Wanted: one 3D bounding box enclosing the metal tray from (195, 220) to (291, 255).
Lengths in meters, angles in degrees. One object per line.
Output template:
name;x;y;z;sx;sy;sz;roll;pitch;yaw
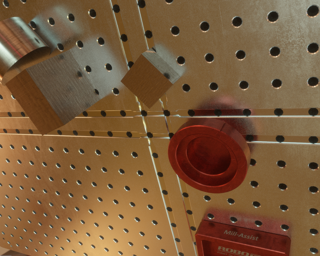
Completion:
metal tray;0.123;0.192;0.461;0.130;0.030;0.089;4;120;26

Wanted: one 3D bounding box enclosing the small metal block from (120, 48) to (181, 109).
small metal block;-0.012;-0.060;0.380;0.050;0.025;0.050;44;129;-3

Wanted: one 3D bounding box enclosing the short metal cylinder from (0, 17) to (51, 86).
short metal cylinder;-0.197;-0.102;0.417;0.050;0.080;0.080;48;129;-6

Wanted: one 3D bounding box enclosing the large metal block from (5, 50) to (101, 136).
large metal block;-0.141;-0.049;0.420;0.050;0.080;0.080;-20;108;36

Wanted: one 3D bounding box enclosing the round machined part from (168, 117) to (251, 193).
round machined part;0.063;0.030;0.385;0.098;0.042;0.097;13;124;21
